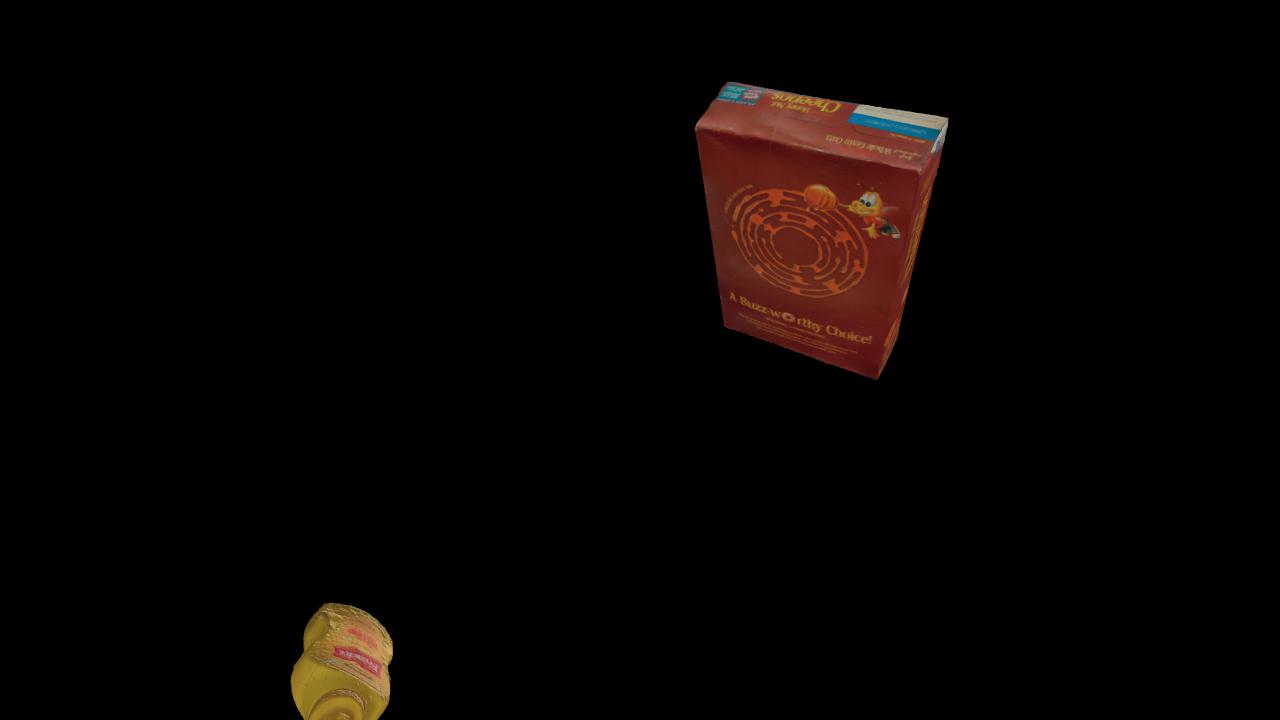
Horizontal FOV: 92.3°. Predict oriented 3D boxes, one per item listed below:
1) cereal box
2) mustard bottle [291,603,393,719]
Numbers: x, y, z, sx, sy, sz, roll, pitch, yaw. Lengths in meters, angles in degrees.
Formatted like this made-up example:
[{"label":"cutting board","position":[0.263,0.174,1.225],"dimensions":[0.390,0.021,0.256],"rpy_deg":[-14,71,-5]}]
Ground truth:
[{"label":"cereal box","position":[0.178,-0.120,0.639],"dimensions":[0.203,0.081,0.306],"rpy_deg":[22,-27,26]},{"label":"mustard bottle","position":[-0.271,0.292,0.562],"dimensions":[0.054,0.092,0.184],"rpy_deg":[-46,16,-13]}]
